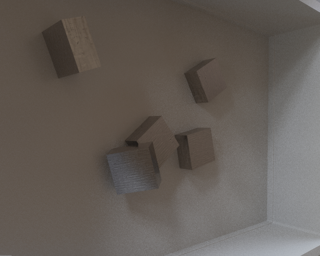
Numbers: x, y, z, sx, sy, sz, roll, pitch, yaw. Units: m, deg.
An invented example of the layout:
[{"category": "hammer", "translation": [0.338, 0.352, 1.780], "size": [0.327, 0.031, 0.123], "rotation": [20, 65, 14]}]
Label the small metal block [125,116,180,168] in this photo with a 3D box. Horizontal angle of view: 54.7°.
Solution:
[{"category": "small metal block", "translation": [-0.009, 0.019, 0.401], "size": [0.050, 0.025, 0.050], "rotation": [-47, 118, -30]}]

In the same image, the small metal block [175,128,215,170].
[{"category": "small metal block", "translation": [0.052, 0.029, 0.453], "size": [0.050, 0.025, 0.050], "rotation": [-16, 100, -39]}]

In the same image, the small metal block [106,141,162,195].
[{"category": "small metal block", "translation": [-0.029, 0.047, 0.365], "size": [0.025, 0.050, 0.050], "rotation": [-58, 136, -75]}]

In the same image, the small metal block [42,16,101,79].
[{"category": "small metal block", "translation": [-0.091, -0.081, 0.315], "size": [0.025, 0.050, 0.050], "rotation": [-27, 107, -37]}]

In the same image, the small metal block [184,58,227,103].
[{"category": "small metal block", "translation": [0.070, -0.072, 0.467], "size": [0.050, 0.025, 0.050], "rotation": [-38, 114, -34]}]
